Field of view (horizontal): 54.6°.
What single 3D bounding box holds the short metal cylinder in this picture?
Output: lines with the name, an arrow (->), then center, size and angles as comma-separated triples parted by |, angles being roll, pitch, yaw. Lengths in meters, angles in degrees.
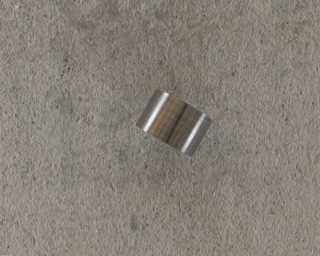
short metal cylinder -> 0.017, -0.006, 0.383 | 0.080, 0.080, 0.050 | 29, 90, 0
